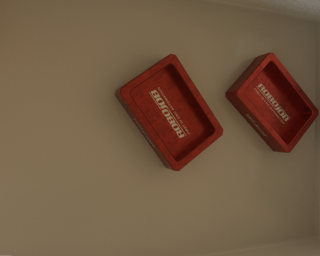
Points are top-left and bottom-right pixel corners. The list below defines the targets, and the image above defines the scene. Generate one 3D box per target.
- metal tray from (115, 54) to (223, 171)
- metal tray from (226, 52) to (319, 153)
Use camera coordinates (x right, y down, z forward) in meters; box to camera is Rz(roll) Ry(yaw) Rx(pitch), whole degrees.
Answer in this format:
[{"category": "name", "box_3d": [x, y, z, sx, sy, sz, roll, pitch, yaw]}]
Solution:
[{"category": "metal tray", "box_3d": [0.014, -0.020, 0.412, 0.090, 0.030, 0.130, -38, 102, -16]}, {"category": "metal tray", "box_3d": [0.173, -0.037, 0.471, 0.130, 0.030, 0.090, 46, 76, -15]}]
